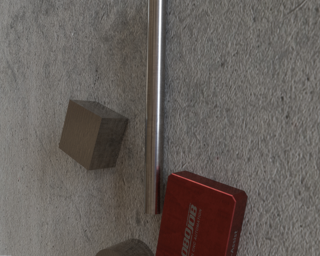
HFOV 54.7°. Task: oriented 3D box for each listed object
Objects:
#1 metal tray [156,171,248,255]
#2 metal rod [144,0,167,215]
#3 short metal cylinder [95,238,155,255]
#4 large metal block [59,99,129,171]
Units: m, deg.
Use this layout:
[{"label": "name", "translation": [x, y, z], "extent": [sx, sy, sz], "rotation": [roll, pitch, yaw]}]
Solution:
[{"label": "metal tray", "translation": [0.044, 0.125, 0.364], "extent": [0.090, 0.030, 0.129], "rotation": [14, 99, 38]}, {"label": "metal rod", "translation": [-0.006, -0.038, 0.407], "extent": [0.025, 0.025, 0.298], "rotation": [2, 91, 39]}, {"label": "short metal cylinder", "translation": [-0.048, 0.200, 0.426], "extent": [0.080, 0.050, 0.079], "rotation": [0, 90, 39]}, {"label": "large metal block", "translation": [-0.102, 0.008, 0.471], "extent": [0.080, 0.050, 0.079], "rotation": [27, 107, 36]}]
